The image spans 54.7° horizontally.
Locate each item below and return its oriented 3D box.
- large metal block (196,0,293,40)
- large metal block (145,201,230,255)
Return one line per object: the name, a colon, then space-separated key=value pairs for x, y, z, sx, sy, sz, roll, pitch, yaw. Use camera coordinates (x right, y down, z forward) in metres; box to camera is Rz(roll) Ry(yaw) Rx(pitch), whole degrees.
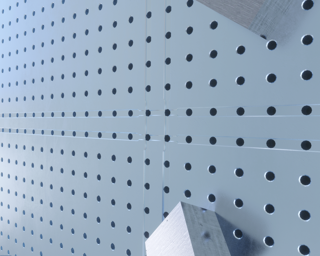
large metal block: x=0.092 y=-0.149 z=0.316 sx=0.080 sy=0.050 sz=0.080 roll=44 pitch=116 yaw=31
large metal block: x=0.029 y=0.144 z=0.345 sx=0.080 sy=0.050 sz=0.080 roll=-55 pitch=27 yaw=25
